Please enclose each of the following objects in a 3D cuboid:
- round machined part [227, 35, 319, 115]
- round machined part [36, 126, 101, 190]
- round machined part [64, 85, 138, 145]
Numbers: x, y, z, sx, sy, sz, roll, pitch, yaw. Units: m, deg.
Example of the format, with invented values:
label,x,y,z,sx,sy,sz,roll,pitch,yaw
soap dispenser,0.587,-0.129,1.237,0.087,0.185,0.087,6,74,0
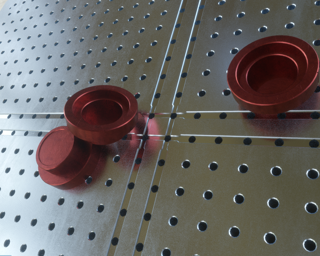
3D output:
label,x,y,z,sx,sy,sz,roll,pitch,yaw
round machined part,0.132,-0.057,0.363,0.098,0.042,0.098,-13,56,21
round machined part,-0.139,0.036,0.450,0.098,0.042,0.098,-13,56,21
round machined part,-0.080,-0.015,0.432,0.099,0.042,0.098,1,43,-1
